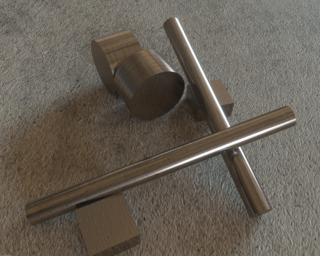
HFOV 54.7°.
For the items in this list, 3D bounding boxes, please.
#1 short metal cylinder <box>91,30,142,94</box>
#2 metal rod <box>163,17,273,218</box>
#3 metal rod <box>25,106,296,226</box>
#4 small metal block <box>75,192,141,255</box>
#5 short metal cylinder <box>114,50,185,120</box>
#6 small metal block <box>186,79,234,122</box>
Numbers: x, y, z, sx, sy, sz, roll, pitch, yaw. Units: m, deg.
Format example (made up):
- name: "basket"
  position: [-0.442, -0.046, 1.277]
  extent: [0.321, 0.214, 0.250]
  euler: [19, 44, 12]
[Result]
- name: "short metal cylinder"
  position: [-0.059, -0.095, 0.447]
  extent: [0.050, 0.080, 0.080]
  euler: [-25, 54, -19]
- name: "metal rod"
  position: [0.062, -0.033, 0.399]
  extent: [0.025, 0.025, 0.299]
  euler: [-14, 61, -11]
- name: "metal rod"
  position: [0.005, 0.039, 0.338]
  extent: [0.302, 0.025, 0.025]
  euler: [-20, 53, -4]
- name: "small metal block"
  position: [-0.053, 0.102, 0.317]
  extent: [0.050, 0.025, 0.050]
  euler: [-19, 53, -16]
- name: "short metal cylinder"
  position: [-0.014, -0.057, 0.415]
  extent: [0.081, 0.080, 0.050]
  euler: [-23, 54, -18]
- name: "small metal block"
  position: [0.069, -0.039, 0.437]
  extent: [0.050, 0.025, 0.050]
  euler: [-12, 51, -10]
